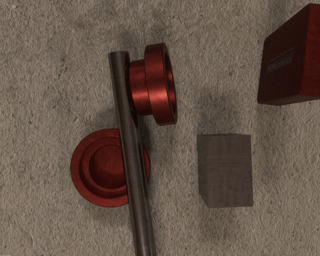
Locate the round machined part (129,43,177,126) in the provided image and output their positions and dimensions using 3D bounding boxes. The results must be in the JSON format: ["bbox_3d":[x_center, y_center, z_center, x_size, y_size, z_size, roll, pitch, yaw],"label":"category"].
[{"bbox_3d":[-0.008,-0.050,0.374,0.042,0.098,0.097,-8,90,9],"label":"round machined part"}]

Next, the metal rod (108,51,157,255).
[{"bbox_3d":[-0.029,0.060,0.367,0.025,0.025,0.298,-8,90,0],"label":"metal rod"}]

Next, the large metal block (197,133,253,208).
[{"bbox_3d":[0.077,0.048,0.384,0.050,0.080,0.079,-2,90,0],"label":"large metal block"}]

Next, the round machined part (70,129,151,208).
[{"bbox_3d":[-0.061,0.049,0.401,0.099,0.042,0.097,0,90,-1],"label":"round machined part"}]

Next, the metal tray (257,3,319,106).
[{"bbox_3d":[0.153,-0.075,0.360,0.030,0.130,0.089,7,90,0],"label":"metal tray"}]
